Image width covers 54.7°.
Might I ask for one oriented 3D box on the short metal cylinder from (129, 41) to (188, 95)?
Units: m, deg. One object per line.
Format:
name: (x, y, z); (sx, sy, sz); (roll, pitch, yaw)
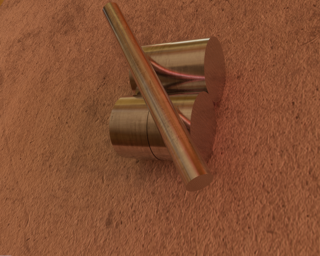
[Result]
short metal cylinder: (0.002, -0.072, 0.414); (0.050, 0.080, 0.080); (1, 62, 29)

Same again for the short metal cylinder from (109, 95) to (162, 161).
short metal cylinder: (-0.017, -0.001, 0.380); (0.050, 0.080, 0.080); (1, 62, 29)

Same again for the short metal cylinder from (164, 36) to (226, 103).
short metal cylinder: (0.046, -0.071, 0.390); (0.050, 0.080, 0.080); (1, 62, 29)

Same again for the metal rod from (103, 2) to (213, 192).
metal rod: (-0.018, -0.061, 0.349); (0.025, 0.025, 0.300); (-32, 52, 8)

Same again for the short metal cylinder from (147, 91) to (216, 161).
short metal cylinder: (0.028, -0.001, 0.357); (0.050, 0.080, 0.080); (1, 62, 29)
